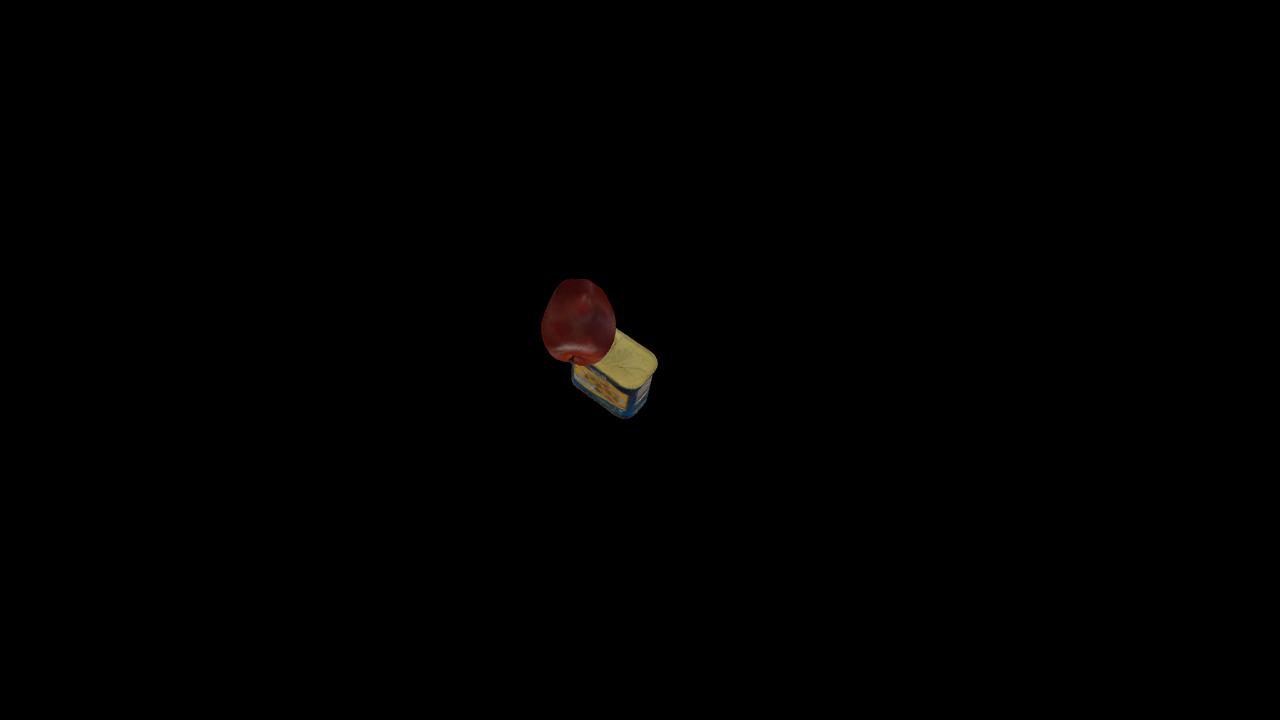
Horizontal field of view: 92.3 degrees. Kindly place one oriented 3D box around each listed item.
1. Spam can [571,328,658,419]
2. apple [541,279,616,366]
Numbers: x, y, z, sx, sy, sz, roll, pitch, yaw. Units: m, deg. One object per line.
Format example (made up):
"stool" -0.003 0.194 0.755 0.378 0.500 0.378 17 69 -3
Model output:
"Spam can" -0.034 0.013 0.724 0.101 0.058 0.085 35 -29 15
"apple" -0.064 -0.038 0.645 0.079 0.093 0.079 4 -22 2
